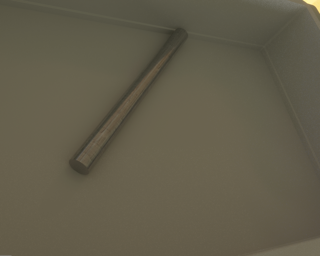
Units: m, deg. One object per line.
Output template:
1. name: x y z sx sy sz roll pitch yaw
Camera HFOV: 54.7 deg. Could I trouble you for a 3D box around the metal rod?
1. metal rod: -0.026 -0.057 0.428 0.025 0.025 0.301 36 51 -5
